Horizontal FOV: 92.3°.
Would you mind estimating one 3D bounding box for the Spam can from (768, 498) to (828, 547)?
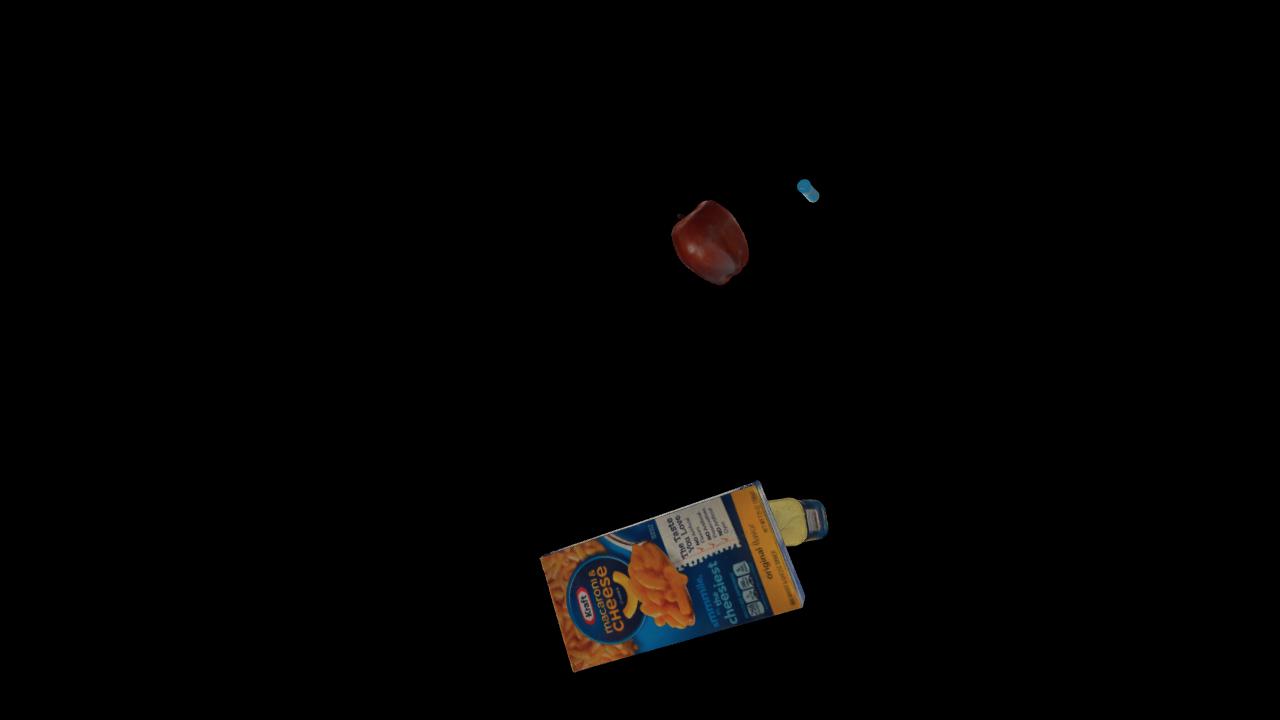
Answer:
[{"bbox_3d":[0.184,0.213,0.801,0.101,0.058,0.085,-17,-20,34],"label":"Spam can"}]

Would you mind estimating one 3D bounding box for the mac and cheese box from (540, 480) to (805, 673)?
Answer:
[{"bbox_3d":[0.021,0.166,0.472,0.184,0.093,0.041,-23,-11,13],"label":"mac and cheese box"}]

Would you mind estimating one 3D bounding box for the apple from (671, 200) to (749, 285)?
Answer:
[{"bbox_3d":[0.077,-0.130,0.686,0.079,0.093,0.079,-43,4,4],"label":"apple"}]

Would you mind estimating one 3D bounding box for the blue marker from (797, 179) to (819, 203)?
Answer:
[{"bbox_3d":[0.250,-0.251,0.913,0.020,0.020,0.121,0,7,22],"label":"blue marker"}]
